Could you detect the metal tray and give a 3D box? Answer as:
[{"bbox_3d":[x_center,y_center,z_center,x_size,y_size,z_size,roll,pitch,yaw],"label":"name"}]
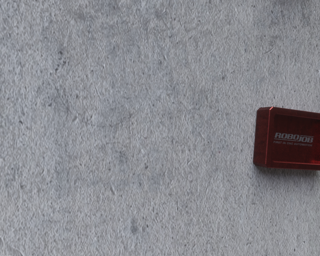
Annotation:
[{"bbox_3d":[0.212,0.018,0.484,0.131,0.030,0.089,5,88,-20],"label":"metal tray"}]
